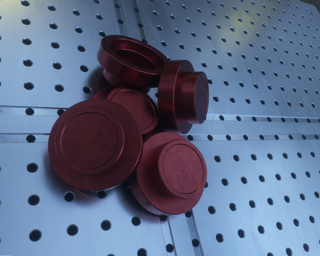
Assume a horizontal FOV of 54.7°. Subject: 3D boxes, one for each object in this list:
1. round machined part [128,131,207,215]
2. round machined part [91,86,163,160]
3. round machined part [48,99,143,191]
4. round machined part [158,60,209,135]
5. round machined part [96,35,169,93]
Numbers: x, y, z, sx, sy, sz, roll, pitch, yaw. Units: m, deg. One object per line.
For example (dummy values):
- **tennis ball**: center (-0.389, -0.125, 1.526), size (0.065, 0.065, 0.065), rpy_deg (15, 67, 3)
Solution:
- **round machined part**: center (0.016, 0.051, 0.360), size (0.099, 0.042, 0.098), rpy_deg (12, 67, -31)
- **round machined part**: center (-0.041, -0.013, 0.383), size (0.099, 0.042, 0.098), rpy_deg (14, 56, -21)
- **round machined part**: center (-0.068, 0.016, 0.321), size (0.099, 0.042, 0.098), rpy_deg (0, 78, 2)
- **round machined part**: center (0.036, -0.040, 0.404), size (0.042, 0.098, 0.098), rpy_deg (4, 49, 23)
- **round machined part**: center (-0.037, -0.081, 0.414), size (0.099, 0.042, 0.098), rpy_deg (19, 33, -13)
